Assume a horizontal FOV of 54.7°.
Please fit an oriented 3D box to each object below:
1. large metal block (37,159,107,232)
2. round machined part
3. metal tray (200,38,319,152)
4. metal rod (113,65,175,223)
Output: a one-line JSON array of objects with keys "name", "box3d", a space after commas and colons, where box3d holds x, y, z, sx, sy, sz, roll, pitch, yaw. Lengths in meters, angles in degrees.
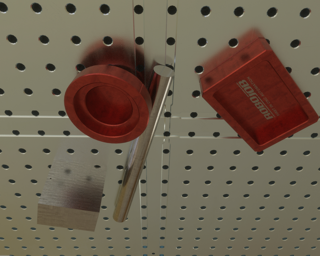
[{"name": "large metal block", "box3d": [-0.128, 0.099, 0.458, 0.081, 0.080, 0.050, 12, 129, -10]}, {"name": "round machined part", "box3d": [-0.058, -0.031, 0.367, 0.099, 0.042, 0.097, 5, 129, 6]}, {"name": "metal tray", "box3d": [0.123, -0.034, 0.381, 0.090, 0.030, 0.130, -34, 123, 25]}, {"name": "metal rod", "box3d": [-0.033, 0.044, 0.449, 0.025, 0.025, 0.298, 11, 129, -10]}]
